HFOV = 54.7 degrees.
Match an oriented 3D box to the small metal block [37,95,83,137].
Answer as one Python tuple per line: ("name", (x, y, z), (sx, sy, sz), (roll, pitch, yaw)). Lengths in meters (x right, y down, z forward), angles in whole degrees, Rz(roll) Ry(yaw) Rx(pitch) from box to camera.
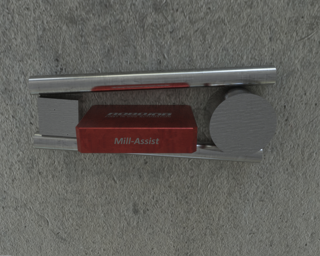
("small metal block", (-0.129, -0.017, 0.404), (0.050, 0.025, 0.050), (4, 110, -2))

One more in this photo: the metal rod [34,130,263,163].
("metal rod", (-0.014, 0.026, 0.420), (0.302, 0.025, 0.025), (4, 110, -2))

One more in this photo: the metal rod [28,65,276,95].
("metal rod", (-0.009, -0.060, 0.389), (0.302, 0.025, 0.025), (-2, 110, 0))

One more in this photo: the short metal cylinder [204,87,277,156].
("short metal cylinder", (0.099, -0.011, 0.394), (0.081, 0.050, 0.079), (0, 110, 0))

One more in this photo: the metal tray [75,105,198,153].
("metal tray", (-0.025, -0.002, 0.374), (0.131, 0.090, 0.030), (0, 110, 0))
